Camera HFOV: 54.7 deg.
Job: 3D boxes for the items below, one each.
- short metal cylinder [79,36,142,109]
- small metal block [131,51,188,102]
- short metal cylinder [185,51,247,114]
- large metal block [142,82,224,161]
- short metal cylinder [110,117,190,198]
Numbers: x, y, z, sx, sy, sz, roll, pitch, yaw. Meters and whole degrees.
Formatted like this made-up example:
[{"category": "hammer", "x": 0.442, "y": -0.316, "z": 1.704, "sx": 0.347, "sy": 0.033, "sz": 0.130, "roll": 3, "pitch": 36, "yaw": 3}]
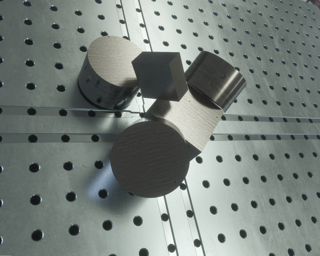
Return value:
[{"category": "short metal cylinder", "x": -0.059, "y": -0.071, "z": 0.400, "sx": 0.081, "sy": 0.050, "sz": 0.080, "roll": 14, "pitch": 56, "yaw": -21}, {"category": "small metal block", "x": 0.001, "y": -0.060, "z": 0.361, "sx": 0.050, "sy": 0.050, "sz": 0.025, "roll": 10, "pitch": 45, "yaw": 31}, {"category": "short metal cylinder", "x": 0.073, "y": -0.063, "z": 0.437, "sx": 0.080, "sy": 0.080, "sz": 0.050, "roll": 37, "pitch": 90, "yaw": -4}, {"category": "large metal block", "x": 0.025, "y": -0.010, "z": 0.404, "sx": 0.080, "sy": 0.050, "sz": 0.080, "roll": 38, "pitch": 51, "yaw": -3}, {"category": "short metal cylinder", "x": -0.009, "y": 0.029, "z": 0.338, "sx": 0.080, "sy": 0.050, "sz": 0.079, "roll": 0, "pitch": 97, "yaw": 1}]
